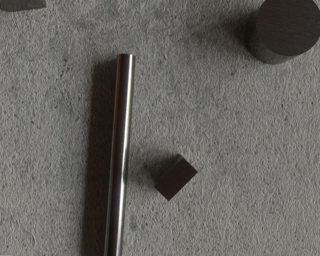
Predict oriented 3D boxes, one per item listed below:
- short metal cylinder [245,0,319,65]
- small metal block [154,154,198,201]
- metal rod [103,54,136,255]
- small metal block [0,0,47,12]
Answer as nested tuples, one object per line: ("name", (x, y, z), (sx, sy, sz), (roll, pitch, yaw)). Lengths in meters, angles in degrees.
("short metal cylinder", (0.156, -0.127, 0.399), (0.081, 0.050, 0.080), (0, 90, 0))
("small metal block", (0.019, 0.062, 0.398), (0.025, 0.050, 0.050), (45, 90, 0))
("metal rod", (-0.055, 0.054, 0.409), (0.025, 0.025, 0.298), (4, 90, 0))
("small metal block", (-0.181, -0.173, 0.396), (0.050, 0.050, 0.025), (-7, 90, 0))
